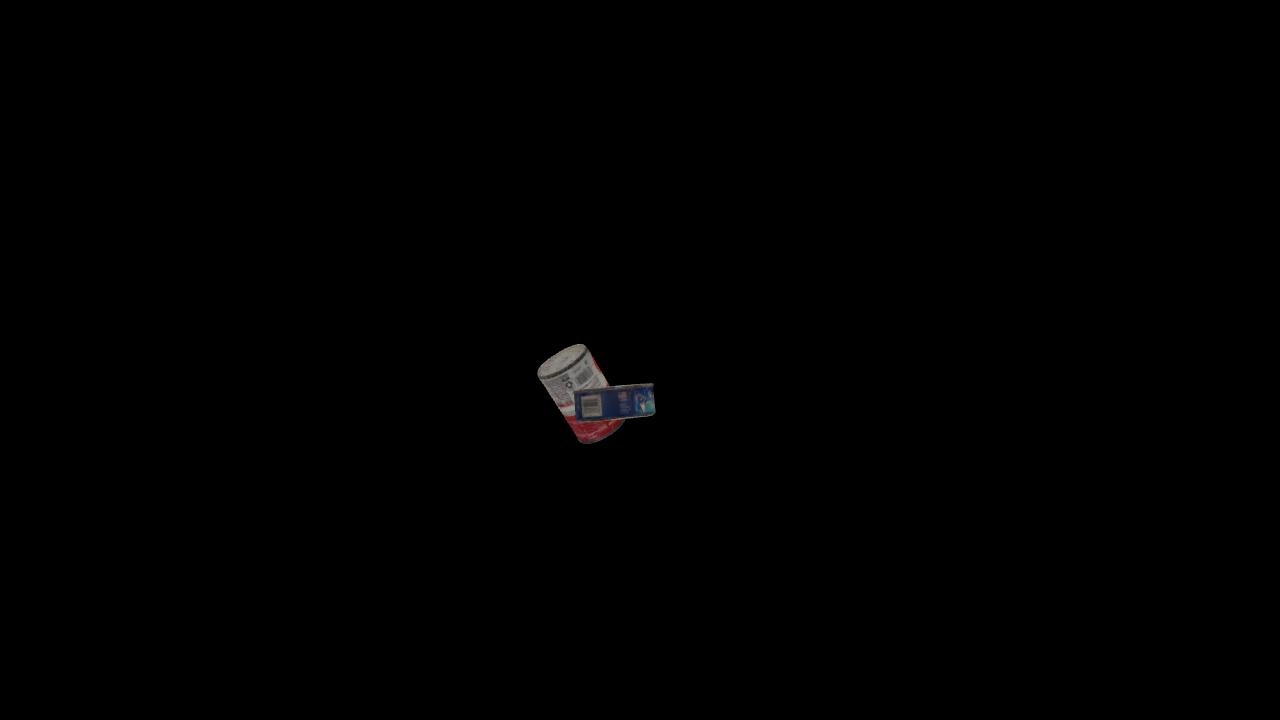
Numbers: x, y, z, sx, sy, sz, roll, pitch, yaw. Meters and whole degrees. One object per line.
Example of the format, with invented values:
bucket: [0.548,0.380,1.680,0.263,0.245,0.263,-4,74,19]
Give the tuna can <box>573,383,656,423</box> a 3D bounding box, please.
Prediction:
tuna can: [-0.026,0.044,0.635,0.084,0.034,0.084,-6,-4,0]

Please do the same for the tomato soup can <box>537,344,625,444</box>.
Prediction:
tomato soup can: [-0.069,0.040,0.728,0.068,0.101,0.068,-25,22,11]
